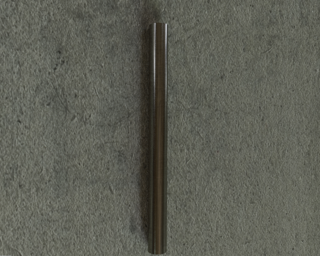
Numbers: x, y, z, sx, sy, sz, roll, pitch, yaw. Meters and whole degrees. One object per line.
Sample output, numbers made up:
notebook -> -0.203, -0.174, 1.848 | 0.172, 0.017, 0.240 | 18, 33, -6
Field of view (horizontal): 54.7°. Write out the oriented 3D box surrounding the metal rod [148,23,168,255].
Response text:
metal rod -> -0.003, 0.014, 0.410 | 0.025, 0.025, 0.298 | 0, 90, -20
